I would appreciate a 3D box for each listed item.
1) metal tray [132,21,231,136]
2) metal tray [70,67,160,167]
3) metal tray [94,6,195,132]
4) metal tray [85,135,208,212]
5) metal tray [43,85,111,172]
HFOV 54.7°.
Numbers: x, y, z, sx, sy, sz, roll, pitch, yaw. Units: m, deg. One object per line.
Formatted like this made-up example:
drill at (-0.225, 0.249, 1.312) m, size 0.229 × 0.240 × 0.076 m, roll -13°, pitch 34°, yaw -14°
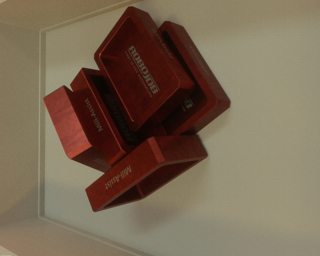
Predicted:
metal tray at (0.017, -0.055, 0.387) m, size 0.090 × 0.030 × 0.130 m, roll -42°, pitch 64°, yaw 33°
metal tray at (-0.050, -0.016, 0.400) m, size 0.030 × 0.091 × 0.130 m, roll -44°, pitch 64°, yaw 31°
metal tray at (-0.025, -0.071, 0.380) m, size 0.090 × 0.030 × 0.130 m, roll -44°, pitch 63°, yaw 31°
metal tray at (-0.017, 0.055, 0.375) m, size 0.130 × 0.091 × 0.030 m, roll -39°, pitch 66°, yaw 32°
metal tray at (-0.093, 0.009, 0.412) m, size 0.030 × 0.130 × 0.090 m, roll -31°, pitch 67°, yaw 3°
